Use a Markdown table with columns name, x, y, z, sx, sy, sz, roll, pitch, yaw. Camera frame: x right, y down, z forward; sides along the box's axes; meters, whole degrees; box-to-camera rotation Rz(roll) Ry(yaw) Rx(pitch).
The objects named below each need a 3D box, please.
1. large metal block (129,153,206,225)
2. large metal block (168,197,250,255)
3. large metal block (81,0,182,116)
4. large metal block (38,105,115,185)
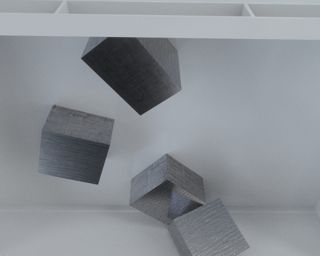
| name | x | y | z | sx | sy | sz | roll | pitch | yaw |
| --- | --- | --- | --- | --- | --- | --- | --- | --- | --- |
| large metal block | 0.011 | 0.096 | 0.475 | 0.080 | 0.050 | 0.080 | 36 | 121 | -27 |
| large metal block | 0.069 | 0.162 | 0.456 | 0.081 | 0.080 | 0.050 | -19 | 153 | -22 |
| large metal block | -0.024 | -0.074 | 0.310 | 0.050 | 0.080 | 0.080 | -31 | 124 | 23 |
| large metal block | -0.111 | 0.024 | 0.412 | 0.081 | 0.050 | 0.079 | 14 | 129 | -12 |
